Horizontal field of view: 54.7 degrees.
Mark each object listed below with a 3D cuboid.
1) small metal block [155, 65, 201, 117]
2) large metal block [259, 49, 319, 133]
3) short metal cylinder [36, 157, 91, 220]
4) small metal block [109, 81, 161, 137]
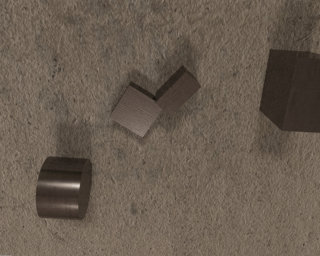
[{"bbox_3d":[0.021,-0.047,0.380,0.025,0.050,0.050,42,105,-14],"label":"small metal block"},{"bbox_3d":[0.161,-0.047,0.366,0.050,0.080,0.079,3,110,-2],"label":"large metal block"},{"bbox_3d":[-0.123,0.079,0.408,0.050,0.080,0.079,4,110,-2],"label":"short metal cylinder"},{"bbox_3d":[-0.030,-0.024,0.400,0.050,0.025,0.050,31,107,-11],"label":"small metal block"}]
